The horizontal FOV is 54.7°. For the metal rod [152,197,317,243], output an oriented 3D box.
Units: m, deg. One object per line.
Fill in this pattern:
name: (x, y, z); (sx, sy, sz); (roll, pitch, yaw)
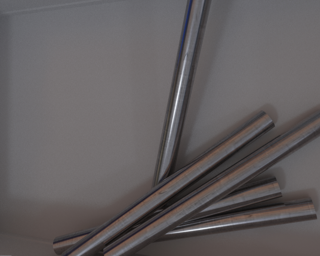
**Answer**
metal rod: (0.036, 0.128, 0.397); (0.301, 0.025, 0.025); (-15, 85, 19)

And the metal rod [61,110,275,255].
metal rod: (0.007, 0.077, 0.376); (0.300, 0.025, 0.025); (-36, 78, 4)

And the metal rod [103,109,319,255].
metal rod: (0.064, 0.070, 0.357); (0.300, 0.025, 0.025); (-34, 79, 5)

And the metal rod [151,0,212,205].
metal rod: (0.023, -0.036, 0.361); (0.025, 0.025, 0.298); (18, 111, 19)

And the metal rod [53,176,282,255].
metal rod: (-0.001, 0.115, 0.394); (0.301, 0.025, 0.025); (-19, 84, 13)
